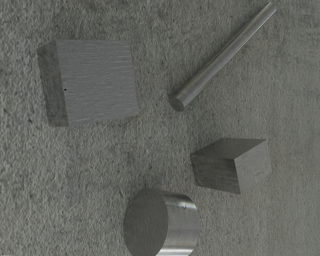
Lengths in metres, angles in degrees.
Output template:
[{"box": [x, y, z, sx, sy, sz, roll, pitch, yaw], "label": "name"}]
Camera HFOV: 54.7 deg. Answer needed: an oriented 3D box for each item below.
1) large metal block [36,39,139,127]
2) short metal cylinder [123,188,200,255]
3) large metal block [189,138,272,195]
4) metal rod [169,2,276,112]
[{"box": [-0.074, -0.047, 0.326, 0.081, 0.050, 0.079, -12, 98, -39], "label": "large metal block"}, {"box": [0.001, 0.115, 0.370, 0.050, 0.080, 0.080, 19, 78, -39], "label": "short metal cylinder"}, {"box": [0.104, 0.052, 0.456, 0.081, 0.080, 0.050, -22, 104, -38], "label": "large metal block"}, {"box": [0.113, -0.126, 0.498, 0.301, 0.025, 0.025, -46, 118, -30], "label": "metal rod"}]
